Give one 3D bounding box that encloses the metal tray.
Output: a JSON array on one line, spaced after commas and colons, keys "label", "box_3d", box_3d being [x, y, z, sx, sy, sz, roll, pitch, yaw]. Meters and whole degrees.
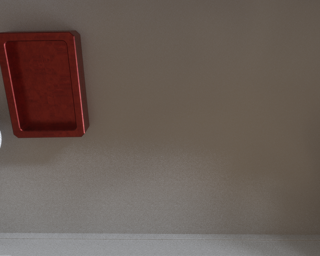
[{"label": "metal tray", "box_3d": [-0.142, -0.053, 0.386, 0.091, 0.030, 0.129, -1, 110, 0]}]
